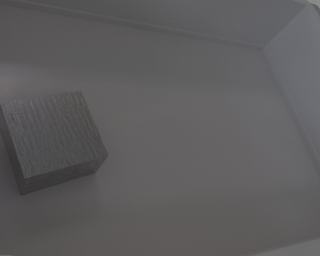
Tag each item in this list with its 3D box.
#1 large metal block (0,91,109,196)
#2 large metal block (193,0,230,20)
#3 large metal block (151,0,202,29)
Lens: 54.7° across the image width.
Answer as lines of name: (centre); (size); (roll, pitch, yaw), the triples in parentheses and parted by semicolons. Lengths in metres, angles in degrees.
large metal block: (-0.112, 0.013, 0.321); (0.081, 0.050, 0.080); (-14, 69, -34)
large metal block: (0.076, -0.262, 0.592); (0.081, 0.050, 0.080); (-1, 62, -29)
large metal block: (0.027, -0.231, 0.528); (0.050, 0.080, 0.080); (1, 61, -28)
